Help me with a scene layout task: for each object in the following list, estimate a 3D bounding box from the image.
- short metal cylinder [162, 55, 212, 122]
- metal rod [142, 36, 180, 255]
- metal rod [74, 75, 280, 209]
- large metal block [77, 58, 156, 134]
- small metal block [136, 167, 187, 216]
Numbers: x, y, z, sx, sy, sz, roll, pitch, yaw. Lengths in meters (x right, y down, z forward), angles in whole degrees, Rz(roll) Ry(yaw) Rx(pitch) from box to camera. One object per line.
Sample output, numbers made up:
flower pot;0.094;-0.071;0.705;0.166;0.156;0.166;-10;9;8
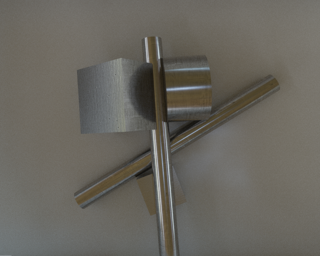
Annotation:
short metal cylinder;0.031;-0.048;0.382;0.050;0.080;0.079;-4;90;-2
metal rod;0.002;0.038;0.384;0.025;0.025;0.298;-5;89;-1
metal rod;0.023;0.018;0.410;0.301;0.025;0.025;-31;90;-1
large metal block;-0.054;-0.035;0.377;0.080;0.050;0.079;-3;90;40
small metal block;0.002;0.081;0.410;0.050;0.025;0.050;-21;90;-1
